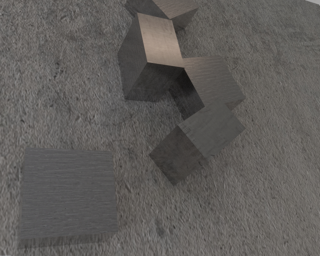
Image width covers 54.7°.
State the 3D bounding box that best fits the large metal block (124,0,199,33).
[{"bbox_3d":[0.003,-0.200,0.511,0.080,0.050,0.081,49,51,6],"label":"large metal block"}]

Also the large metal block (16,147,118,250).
[{"bbox_3d":[-0.090,0.067,0.298,0.081,0.050,0.080,5,60,-26],"label":"large metal block"}]

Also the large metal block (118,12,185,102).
[{"bbox_3d":[-0.016,-0.091,0.415,0.050,0.080,0.080,3,61,-27],"label":"large metal block"}]

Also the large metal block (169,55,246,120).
[{"bbox_3d":[0.065,-0.058,0.457,0.081,0.050,0.080,-14,69,-34],"label":"large metal block"}]

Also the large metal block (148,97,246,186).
[{"bbox_3d":[0.044,0.017,0.382,0.081,0.080,0.050,-33,81,-38],"label":"large metal block"}]
